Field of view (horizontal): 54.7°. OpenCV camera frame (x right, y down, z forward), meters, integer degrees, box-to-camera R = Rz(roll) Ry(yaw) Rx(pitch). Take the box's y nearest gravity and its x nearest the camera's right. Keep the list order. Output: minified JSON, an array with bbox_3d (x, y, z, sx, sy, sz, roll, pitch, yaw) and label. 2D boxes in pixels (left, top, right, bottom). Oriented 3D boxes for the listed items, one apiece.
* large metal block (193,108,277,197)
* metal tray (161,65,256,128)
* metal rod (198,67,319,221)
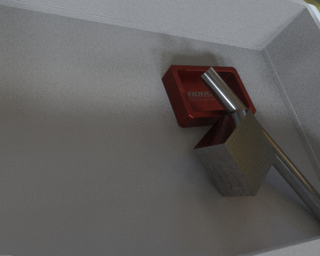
[{"bbox_3d":[0.101,0.033,0.410,0.080,0.050,0.080,-45,109,-39],"label":"large metal block"},{"bbox_3d":[0.076,-0.051,0.476,0.131,0.030,0.090,-5,64,-31],"label":"metal tray"},{"bbox_3d":[0.162,0.034,0.449,0.300,0.025,0.025,49,51,-5],"label":"metal rod"}]
